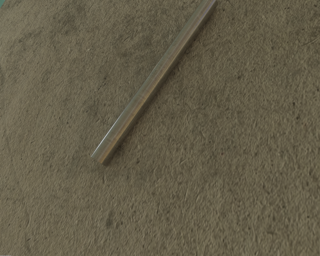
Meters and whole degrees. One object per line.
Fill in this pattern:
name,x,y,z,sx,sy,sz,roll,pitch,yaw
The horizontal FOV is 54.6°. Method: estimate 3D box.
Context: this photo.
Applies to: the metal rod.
metal rod,-0.002,-0.076,0.452,0.025,0.025,0.300,25,75,37
